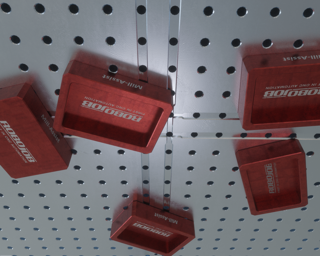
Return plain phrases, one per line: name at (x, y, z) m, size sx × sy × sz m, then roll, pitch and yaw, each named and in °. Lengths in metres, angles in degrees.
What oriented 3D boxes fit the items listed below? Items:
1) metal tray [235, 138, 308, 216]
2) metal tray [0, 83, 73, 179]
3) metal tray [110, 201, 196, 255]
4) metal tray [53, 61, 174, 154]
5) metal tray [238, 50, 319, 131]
metal tray at (0.174, 0.080, 0.476) m, size 0.090 × 0.030 × 0.130 m, roll -15°, pitch 129°, yaw 12°
metal tray at (-0.187, 0.010, 0.415) m, size 0.090 × 0.030 × 0.130 m, roll -12°, pitch 129°, yaw 9°
metal tray at (-0.013, 0.188, 0.567) m, size 0.131 × 0.030 × 0.090 m, roll 25°, pitch 126°, yaw -20°
metal tray at (-0.059, -0.021, 0.389) m, size 0.131 × 0.030 × 0.089 m, roll 15°, pitch 128°, yaw -13°
metal tray at (0.165, -0.044, 0.371) m, size 0.131 × 0.030 × 0.090 m, roll -4°, pitch 130°, yaw 3°
